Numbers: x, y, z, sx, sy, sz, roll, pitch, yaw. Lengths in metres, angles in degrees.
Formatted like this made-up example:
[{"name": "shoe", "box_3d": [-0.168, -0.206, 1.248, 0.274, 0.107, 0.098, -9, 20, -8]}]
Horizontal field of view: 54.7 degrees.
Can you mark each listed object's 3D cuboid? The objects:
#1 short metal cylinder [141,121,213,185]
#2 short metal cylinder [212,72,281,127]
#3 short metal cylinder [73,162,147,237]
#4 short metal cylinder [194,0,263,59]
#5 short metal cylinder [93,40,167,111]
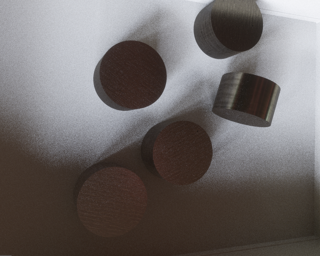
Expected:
[{"name": "short metal cylinder", "box_3d": [0.021, 0.031, 0.405, 0.081, 0.050, 0.080, 0, 90, -20]}, {"name": "short metal cylinder", "box_3d": [0.117, -0.037, 0.424, 0.080, 0.080, 0.050, 19, 84, -19]}, {"name": "short metal cylinder", "box_3d": [-0.061, 0.084, 0.375, 0.081, 0.050, 0.080, 0, 90, -20]}, {"name": "short metal cylinder", "box_3d": [0.094, -0.141, 0.431, 0.081, 0.050, 0.080, 0, 90, -20]}, {"name": "short metal cylinder", "box_3d": [-0.038, -0.062, 0.383, 0.081, 0.050, 0.080, 0, 90, -20]}]
